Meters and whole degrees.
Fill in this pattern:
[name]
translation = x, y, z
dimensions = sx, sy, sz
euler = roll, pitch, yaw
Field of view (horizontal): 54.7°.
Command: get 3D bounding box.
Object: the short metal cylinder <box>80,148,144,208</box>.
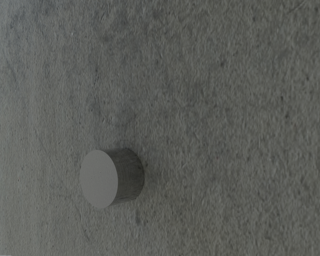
[short metal cylinder]
translation = -0.069, 0.070, 0.443
dimensions = 0.080, 0.050, 0.079
euler = 0, 90, 39
